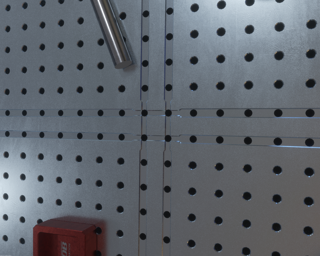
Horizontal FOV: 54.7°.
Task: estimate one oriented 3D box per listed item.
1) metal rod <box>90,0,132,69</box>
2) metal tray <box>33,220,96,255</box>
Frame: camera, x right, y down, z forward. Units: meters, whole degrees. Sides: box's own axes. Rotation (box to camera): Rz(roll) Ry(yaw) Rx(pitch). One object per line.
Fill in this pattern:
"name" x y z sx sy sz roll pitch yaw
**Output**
"metal rod" -0.103 -0.226 0.447 0.025 0.025 0.299 -23 83 18
"metal tray" -0.141 0.208 0.457 0.090 0.030 0.129 0 90 19
